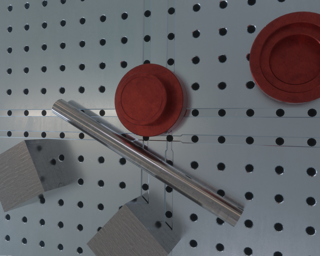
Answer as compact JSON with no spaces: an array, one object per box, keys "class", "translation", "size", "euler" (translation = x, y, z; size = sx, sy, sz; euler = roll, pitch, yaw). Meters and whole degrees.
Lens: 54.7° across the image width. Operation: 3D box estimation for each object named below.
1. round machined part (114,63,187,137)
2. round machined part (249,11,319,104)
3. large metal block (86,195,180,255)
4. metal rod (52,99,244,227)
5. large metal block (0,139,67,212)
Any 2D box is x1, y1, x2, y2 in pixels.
[{"class":"round machined part","translation":[-0.017,-0.037,0.409],"size":[0.098,0.042,0.097],"euler":[0,90,20]},{"class":"round machined part","translation":[0.153,-0.076,0.349],"size":[0.098,0.042,0.097],"euler":[0,90,20]},{"class":"large metal block","translation":[-0.035,0.151,0.411],"size":[0.080,0.050,0.080],"euler":[46,104,14]},{"class":"metal rod","translation":[-0.028,0.039,0.422],"size":[0.301,0.025,0.025],"euler":[30,100,17]},{"class":"large metal block","translation":[-0.202,0.070,0.470],"size":[0.080,0.050,0.080],"euler":[-27,81,18]}]
